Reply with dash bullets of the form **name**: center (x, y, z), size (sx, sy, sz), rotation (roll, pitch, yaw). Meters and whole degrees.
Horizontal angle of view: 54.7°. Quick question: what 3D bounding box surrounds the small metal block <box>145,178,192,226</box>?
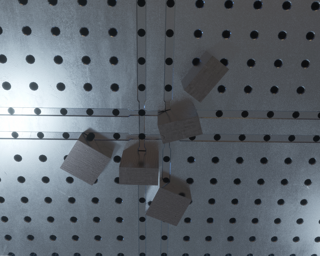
- **small metal block**: center (0.012, 0.109, 0.454), size (0.050, 0.025, 0.050), rotation (23, 108, -9)

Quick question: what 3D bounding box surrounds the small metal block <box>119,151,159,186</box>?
- **small metal block**: center (-0.027, 0.053, 0.419), size (0.050, 0.050, 0.025), rotation (2, 110, -1)

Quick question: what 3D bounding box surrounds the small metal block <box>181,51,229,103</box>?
- **small metal block**: center (0.053, -0.064, 0.377), size (0.025, 0.050, 0.050), rotation (36, 106, -13)

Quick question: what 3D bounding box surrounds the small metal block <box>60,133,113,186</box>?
- **small metal block**: center (-0.101, 0.043, 0.428), size (0.050, 0.025, 0.050), rotation (32, 107, -12)

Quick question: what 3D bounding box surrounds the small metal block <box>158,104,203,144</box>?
- **small metal block**: center (0.025, -0.006, 0.398), size (0.050, 0.050, 0.025), rotation (-14, 110, 5)
